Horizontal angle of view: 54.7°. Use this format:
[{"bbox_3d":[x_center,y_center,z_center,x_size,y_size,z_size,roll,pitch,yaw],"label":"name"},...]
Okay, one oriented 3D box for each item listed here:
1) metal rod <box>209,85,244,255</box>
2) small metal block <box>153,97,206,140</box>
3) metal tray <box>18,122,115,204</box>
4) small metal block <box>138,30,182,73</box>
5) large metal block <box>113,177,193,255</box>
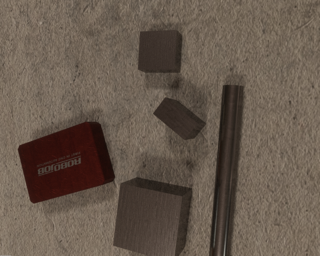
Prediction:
[{"bbox_3d":[0.078,0.098,0.381,0.025,0.025,0.298,5,92,19],"label":"metal rod"},{"bbox_3d":[0.026,-0.011,0.386,0.050,0.050,0.025,40,103,15],"label":"small metal block"},{"bbox_3d":[-0.139,0.051,0.454,0.130,0.030,0.090,-18,84,18],"label":"metal tray"},{"bbox_3d":[0.000,-0.100,0.408,0.050,0.025,0.050,4,91,19],"label":"small metal block"},{"bbox_3d":[-0.008,0.114,0.398,0.080,0.050,0.079,8,93,19],"label":"large metal block"}]
